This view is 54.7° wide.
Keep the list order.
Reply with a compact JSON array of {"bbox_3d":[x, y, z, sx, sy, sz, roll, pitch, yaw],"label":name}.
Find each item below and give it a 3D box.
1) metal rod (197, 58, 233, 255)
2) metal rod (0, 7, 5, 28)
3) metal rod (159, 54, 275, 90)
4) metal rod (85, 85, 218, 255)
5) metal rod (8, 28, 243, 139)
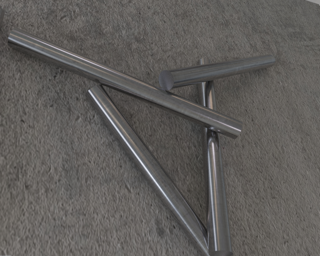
[{"bbox_3d":[0.068,0.013,0.414,0.025,0.025,0.300,17,49,-18],"label":"metal rod"},{"bbox_3d":[-0.200,-0.015,0.305,0.025,0.025,0.299,12,57,-22],"label":"metal rod"},{"bbox_3d":[0.109,-0.094,0.489,0.302,0.025,0.025,-19,72,-45],"label":"metal rod"},{"bbox_3d":[0.007,0.072,0.363,0.025,0.025,0.299,-30,78,-38],"label":"metal rod"},{"bbox_3d":[-0.038,-0.053,0.388,0.301,0.025,0.025,22,53,-5],"label":"metal rod"}]
